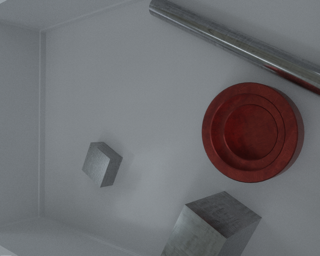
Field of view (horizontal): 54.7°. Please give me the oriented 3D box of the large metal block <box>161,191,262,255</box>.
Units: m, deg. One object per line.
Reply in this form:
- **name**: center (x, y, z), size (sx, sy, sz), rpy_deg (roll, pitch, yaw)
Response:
- **large metal block**: center (0.052, 0.120, 0.326), size (0.050, 0.081, 0.079), rpy_deg (34, 111, 34)

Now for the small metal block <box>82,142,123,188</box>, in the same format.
- **small metal block**: center (-0.090, 0.056, 0.478), size (0.050, 0.025, 0.050), rpy_deg (34, 111, 34)

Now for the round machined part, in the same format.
- **round machined part**: center (0.095, 0.004, 0.316), size (0.098, 0.042, 0.097), rpy_deg (0, 90, 39)

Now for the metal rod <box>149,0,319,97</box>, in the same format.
- **metal rod**: center (0.095, -0.083, 0.327), size (0.300, 0.025, 0.025), rpy_deg (38, 113, 33)
